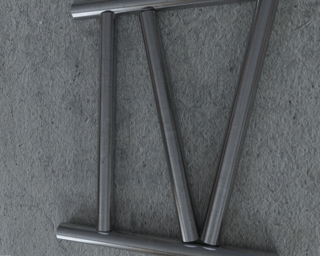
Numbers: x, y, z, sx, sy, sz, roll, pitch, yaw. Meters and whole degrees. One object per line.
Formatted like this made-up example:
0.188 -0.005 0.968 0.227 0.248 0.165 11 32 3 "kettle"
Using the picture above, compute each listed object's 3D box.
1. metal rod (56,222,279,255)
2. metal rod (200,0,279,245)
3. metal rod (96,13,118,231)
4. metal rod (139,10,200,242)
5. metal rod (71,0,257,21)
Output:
-0.004 0.155 0.410 0.301 0.025 0.025 1 91 19 "metal rod"
0.095 -0.005 0.376 0.025 0.025 0.298 14 94 19 "metal rod"
-0.074 -0.008 0.434 0.025 0.025 0.298 1 90 19 "metal rod"
0.012 -0.006 0.404 0.025 0.025 0.298 -12 86 19 "metal rod"
0.020 -0.167 0.402 0.301 0.025 0.025 1 91 19 "metal rod"
